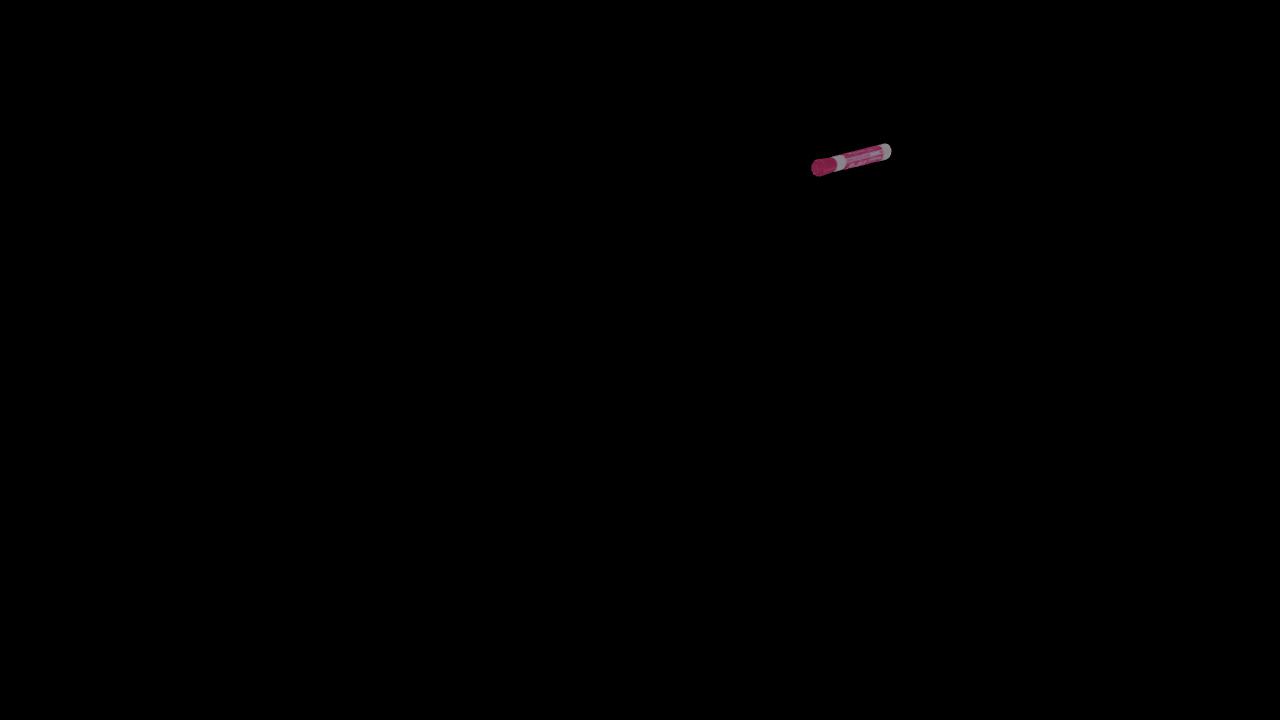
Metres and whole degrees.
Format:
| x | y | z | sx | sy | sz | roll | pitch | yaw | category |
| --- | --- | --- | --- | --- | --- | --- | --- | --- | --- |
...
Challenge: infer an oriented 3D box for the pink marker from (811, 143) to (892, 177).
| x | y | z | sx | sy | sz | roll | pitch | yaw | category |
| --- | --- | --- | --- | --- | --- | --- | --- | --- | --- |
| 0.240 | -0.227 | 0.699 | 0.121 | 0.020 | 0.020 | -21 | 10 | -28 | pink marker |
